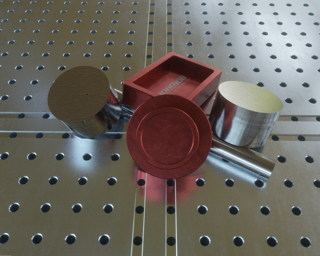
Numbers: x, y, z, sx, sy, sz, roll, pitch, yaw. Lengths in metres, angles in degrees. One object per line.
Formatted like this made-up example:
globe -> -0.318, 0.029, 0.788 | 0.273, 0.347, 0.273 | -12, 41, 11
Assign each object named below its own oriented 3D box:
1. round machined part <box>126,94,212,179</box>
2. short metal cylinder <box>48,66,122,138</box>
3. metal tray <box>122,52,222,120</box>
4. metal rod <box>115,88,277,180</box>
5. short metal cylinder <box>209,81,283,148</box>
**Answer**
round machined part -> 0.010, 0.010, 0.353 | 0.099, 0.042, 0.097 | 0, 92, 5
short metal cylinder -> -0.096, -0.033, 0.403 | 0.080, 0.050, 0.080 | -4, 66, 9
metal tray -> 0.020, -0.060, 0.436 | 0.090, 0.030, 0.131 | 26, 41, 20
metal rod -> 0.005, -0.010, 0.416 | 0.301, 0.025, 0.025 | 25, 55, 20
short metal cylinder -> 0.106, -0.019, 0.392 | 0.081, 0.050, 0.080 | 9, 33, -6
